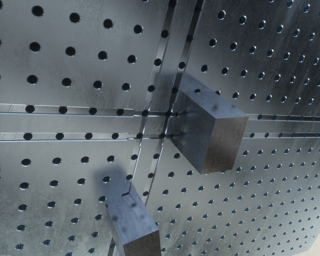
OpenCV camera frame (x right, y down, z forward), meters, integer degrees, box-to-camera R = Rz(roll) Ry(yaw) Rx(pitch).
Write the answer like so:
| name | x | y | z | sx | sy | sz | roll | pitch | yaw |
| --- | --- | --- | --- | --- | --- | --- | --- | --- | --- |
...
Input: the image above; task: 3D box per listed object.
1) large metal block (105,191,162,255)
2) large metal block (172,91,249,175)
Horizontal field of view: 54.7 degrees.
| name | x | y | z | sx | sy | sz | roll | pitch | yaw |
| --- | --- | --- | --- | --- | --- | --- | --- | --- | --- |
| large metal block | -0.039 | 0.155 | 0.452 | 0.050 | 0.080 | 0.079 | -17 | 126 | -19 |
| large metal block | 0.063 | 0.003 | 0.414 | 0.050 | 0.080 | 0.079 | -4 | 121 | -27 |
